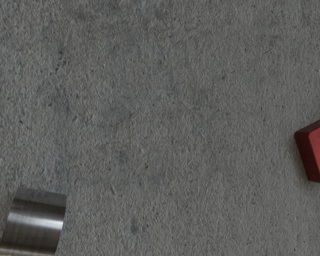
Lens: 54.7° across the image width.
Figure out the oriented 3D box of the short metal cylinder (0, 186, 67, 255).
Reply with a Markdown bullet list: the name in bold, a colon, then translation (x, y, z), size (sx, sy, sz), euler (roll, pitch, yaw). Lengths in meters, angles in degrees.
- **short metal cylinder**: translation (-0.136, 0.106, 0.330), size (0.050, 0.080, 0.080), euler (16, 85, -20)

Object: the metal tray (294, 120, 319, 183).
- **metal tray**: translation (0.294, 0.026, 0.515), size (0.131, 0.030, 0.090), euler (-23, 98, -19)
